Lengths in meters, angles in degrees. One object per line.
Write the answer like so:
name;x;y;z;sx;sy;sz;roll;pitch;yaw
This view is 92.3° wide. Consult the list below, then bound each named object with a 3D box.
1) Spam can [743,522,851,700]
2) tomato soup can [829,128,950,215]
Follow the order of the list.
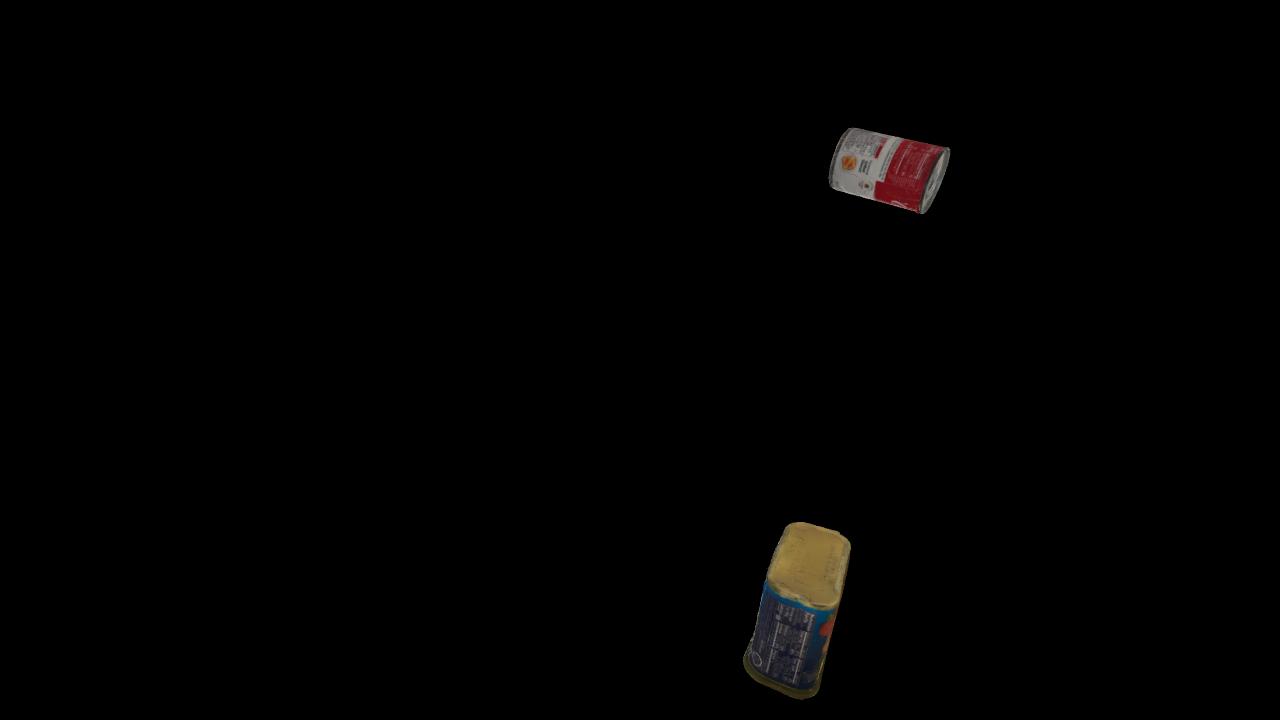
Spam can;0.123;0.186;0.473;0.058;0.085;0.101;14;21;21
tomato soup can;0.257;-0.199;0.641;0.101;0.068;0.068;26;12;27
